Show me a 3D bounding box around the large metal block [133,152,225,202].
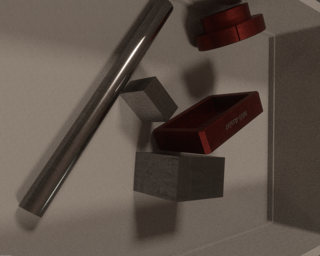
[{"bbox_3d":[0.024,0.059,0.393,0.081,0.080,0.050,6,87,-40],"label":"large metal block"}]

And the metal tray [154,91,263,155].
[{"bbox_3d":[0.067,-0.010,0.422,0.131,0.090,0.030,-32,110,-36],"label":"metal tray"}]

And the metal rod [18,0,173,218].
[{"bbox_3d":[-0.060,-0.041,0.357,0.025,0.025,0.300,43,64,-32],"label":"metal rod"}]

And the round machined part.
[{"bbox_3d":[0.096,-0.147,0.442,0.099,0.098,0.042,-33,111,-35],"label":"round machined part"}]

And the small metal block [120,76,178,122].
[{"bbox_3d":[-0.014,-0.034,0.380,0.050,0.050,0.025,52,60,-28],"label":"small metal block"}]
